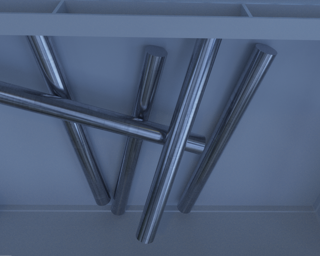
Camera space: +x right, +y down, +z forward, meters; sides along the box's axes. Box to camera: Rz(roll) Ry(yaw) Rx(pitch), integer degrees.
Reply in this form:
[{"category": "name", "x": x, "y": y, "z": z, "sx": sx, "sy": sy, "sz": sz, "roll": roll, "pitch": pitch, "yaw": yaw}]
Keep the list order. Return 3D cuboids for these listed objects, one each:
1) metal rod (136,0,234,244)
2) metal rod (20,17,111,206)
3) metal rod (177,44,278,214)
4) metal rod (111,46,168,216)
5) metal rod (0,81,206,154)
[{"category": "metal rod", "x": 0.021, "y": 0.009, "z": 0.356, "sx": 0.025, "sy": 0.025, "sz": 0.298, "roll": 13, "pitch": 110, "yaw": -11}, {"category": "metal rod", "x": -0.111, "y": 0.005, "z": 0.411, "sx": 0.025, "sy": 0.025, "sz": 0.298, "roll": -6, "pitch": 130, "yaw": 4}, {"category": "metal rod", "x": 0.079, "y": 0.024, "z": 0.430, "sx": 0.025, "sy": 0.025, "sz": 0.298, "roll": 11, "pitch": 129, "yaw": -10}, {"category": "metal rod", "x": -0.037, "y": 0.027, "z": 0.431, "sx": 0.025, "sy": 0.025, "sz": 0.298, "roll": 10, "pitch": 130, "yaw": -9}, {"category": "metal rod", "x": -0.089, "y": -0.016, "z": 0.359, "sx": 0.302, "sy": 0.025, "sz": 0.025, "roll": 15, "pitch": 129, "yaw": -13}]
